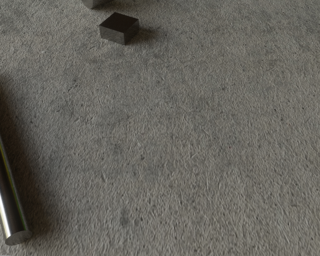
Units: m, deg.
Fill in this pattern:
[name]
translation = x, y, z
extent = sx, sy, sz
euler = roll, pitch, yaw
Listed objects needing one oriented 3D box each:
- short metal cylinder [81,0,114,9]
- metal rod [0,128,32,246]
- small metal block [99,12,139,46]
[short metal cylinder]
translation = -0.128, -0.280, 0.601
extent = 0.050, 0.080, 0.080
euler = -29, 56, -22
[metal rod]
translation = -0.214, 0.009, 0.392
extent = 0.025, 0.025, 0.300
euler = -23, 54, -19
[small metal block]
translation = -0.072, -0.177, 0.551
extent = 0.050, 0.025, 0.050
euler = 22, 53, 17
